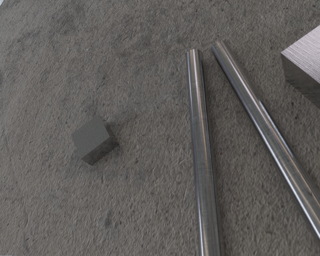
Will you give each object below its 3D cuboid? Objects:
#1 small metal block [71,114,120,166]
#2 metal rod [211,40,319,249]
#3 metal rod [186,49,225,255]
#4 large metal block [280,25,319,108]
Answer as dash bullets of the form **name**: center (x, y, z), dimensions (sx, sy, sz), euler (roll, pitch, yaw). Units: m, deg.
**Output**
- **small metal block**: center (-0.093, 0.017, 0.442), dimensions (0.050, 0.025, 0.050), euler (-37, 51, 3)
- **metal rod**: center (0.119, 0.004, 0.339), dimensions (0.025, 0.025, 0.299), euler (-26, 52, 12)
- **metal rod**: center (0.050, 0.024, 0.362), dimensions (0.025, 0.025, 0.299), euler (-14, 56, 20)
- **large metal block**: center (0.191, -0.067, 0.329), dimensions (0.080, 0.050, 0.080), euler (-35, 51, 4)
